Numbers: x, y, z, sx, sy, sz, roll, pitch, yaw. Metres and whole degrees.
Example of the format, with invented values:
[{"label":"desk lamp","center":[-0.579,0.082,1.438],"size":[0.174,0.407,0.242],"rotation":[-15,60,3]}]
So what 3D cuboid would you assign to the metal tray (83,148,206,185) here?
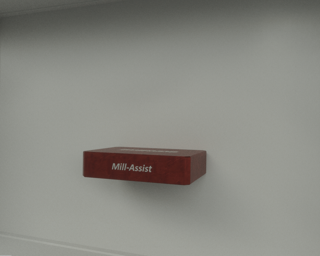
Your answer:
[{"label":"metal tray","center":[-0.016,0.043,0.381],"size":[0.130,0.090,0.030],"rotation":[1,91,20]}]
